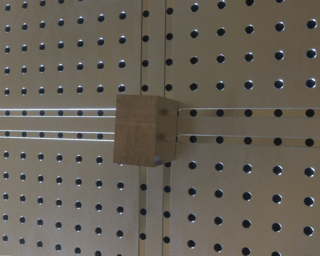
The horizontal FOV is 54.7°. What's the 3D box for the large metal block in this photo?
[{"bbox_3d":[-0.015,0.002,0.387,0.050,0.080,0.079,4,91,20],"label":"large metal block"}]
